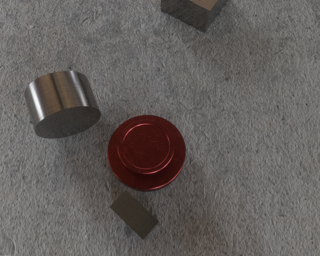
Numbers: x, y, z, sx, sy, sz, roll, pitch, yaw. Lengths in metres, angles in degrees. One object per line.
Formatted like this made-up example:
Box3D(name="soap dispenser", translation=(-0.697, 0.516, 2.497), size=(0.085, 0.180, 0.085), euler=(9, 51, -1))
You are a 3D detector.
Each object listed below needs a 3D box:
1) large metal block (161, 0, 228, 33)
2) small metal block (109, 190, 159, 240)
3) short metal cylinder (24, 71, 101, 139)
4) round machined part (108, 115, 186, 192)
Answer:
Box3D(name="large metal block", translation=(0.057, -0.206, 0.471), size=(0.080, 0.050, 0.080), euler=(31, 73, 10))
Box3D(name="small metal block", translation=(-0.028, 0.101, 0.357), size=(0.050, 0.050, 0.025), euler=(41, 75, 13))
Box3D(name="short metal cylinder", translation=(-0.121, -0.027, 0.387), size=(0.080, 0.080, 0.050), euler=(-21, 72, -8))
Box3D(name="round machined part", translation=(-0.017, 0.028, 0.389), size=(0.099, 0.042, 0.098), euler=(0, 70, -1))
